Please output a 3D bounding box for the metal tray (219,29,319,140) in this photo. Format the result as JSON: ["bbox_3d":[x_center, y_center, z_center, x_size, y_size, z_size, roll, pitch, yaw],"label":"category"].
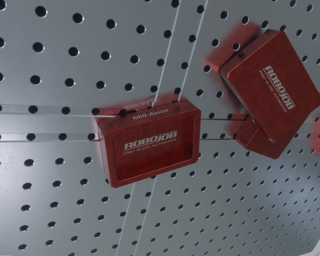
[{"bbox_3d":[0.155,-0.057,0.429,0.090,0.030,0.130,-39,115,6],"label":"metal tray"}]

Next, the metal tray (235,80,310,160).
[{"bbox_3d":[0.191,-0.017,0.500,0.091,0.030,0.129,19,108,-36],"label":"metal tray"}]

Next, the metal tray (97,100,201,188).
[{"bbox_3d":[-0.011,0.020,0.413,0.131,0.030,0.089,-15,125,-20],"label":"metal tray"}]
